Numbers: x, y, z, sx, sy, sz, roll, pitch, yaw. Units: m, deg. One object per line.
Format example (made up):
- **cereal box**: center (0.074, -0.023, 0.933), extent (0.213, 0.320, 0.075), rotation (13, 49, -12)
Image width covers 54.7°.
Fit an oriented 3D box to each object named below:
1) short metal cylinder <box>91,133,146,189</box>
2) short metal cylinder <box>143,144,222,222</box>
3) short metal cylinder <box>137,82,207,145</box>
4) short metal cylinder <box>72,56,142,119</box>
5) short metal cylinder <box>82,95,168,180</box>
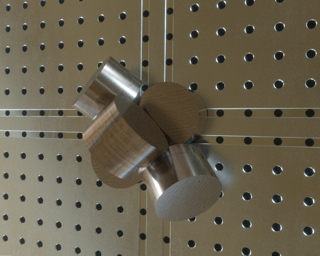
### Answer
- **short metal cylinder**: center (-0.044, 0.036, 0.413), extent (0.080, 0.050, 0.079), rotation (0, 90, 19)
- **short metal cylinder**: center (0.025, 0.065, 0.366), extent (0.080, 0.080, 0.050), rotation (-42, 42, 15)
- **short metal cylinder**: center (0.015, -0.016, 0.392), extent (0.080, 0.050, 0.079), rotation (0, 90, 19)
- **short metal cylinder**: center (-0.068, -0.045, 0.399), extent (0.050, 0.080, 0.080), rotation (37, 104, -19)
- **short metal cylinder**: center (-0.037, 0.010, 0.341), extent (0.050, 0.080, 0.080), rotation (-43, 77, 15)
